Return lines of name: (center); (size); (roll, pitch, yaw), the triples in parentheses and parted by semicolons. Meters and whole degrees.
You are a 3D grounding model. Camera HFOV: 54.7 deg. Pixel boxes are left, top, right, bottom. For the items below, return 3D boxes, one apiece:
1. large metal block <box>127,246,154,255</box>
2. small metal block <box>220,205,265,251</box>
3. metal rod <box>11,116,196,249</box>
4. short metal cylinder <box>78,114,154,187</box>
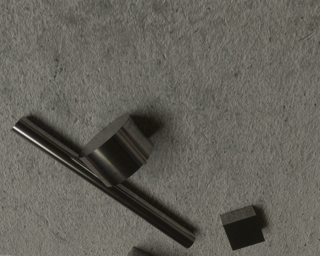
large metal block: (-0.028, 0.248, 0.488); (0.080, 0.050, 0.080); (28, 108, -10)
small metal block: (0.124, 0.151, 0.467); (0.050, 0.025, 0.050); (-20, 109, 7)
metal rod: (-0.070, 0.083, 0.439); (0.301, 0.025, 0.025); (38, 106, -13)
short metal cylinder: (-0.054, 0.027, 0.390); (0.080, 0.080, 0.050); (-36, 106, 12)
